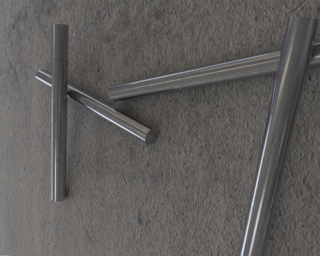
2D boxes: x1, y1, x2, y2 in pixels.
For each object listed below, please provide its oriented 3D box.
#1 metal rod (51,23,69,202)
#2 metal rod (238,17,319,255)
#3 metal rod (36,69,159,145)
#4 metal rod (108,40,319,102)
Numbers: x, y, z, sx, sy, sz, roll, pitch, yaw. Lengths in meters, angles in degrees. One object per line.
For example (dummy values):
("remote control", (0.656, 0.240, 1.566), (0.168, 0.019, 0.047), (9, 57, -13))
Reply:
("metal rod", (-0.168, -0.017, 0.517), (0.025, 0.025, 0.298), (18, 109, 38))
("metal rod", (0.104, 0.050, 0.300), (0.025, 0.025, 0.298), (18, 107, 38))
("metal rod", (-0.118, -0.044, 0.502), (0.300, 0.025, 0.025), (27, 107, 36))
("metal rod", (0.048, -0.060, 0.364), (0.300, 0.025, 0.025), (-4, 87, 40))
